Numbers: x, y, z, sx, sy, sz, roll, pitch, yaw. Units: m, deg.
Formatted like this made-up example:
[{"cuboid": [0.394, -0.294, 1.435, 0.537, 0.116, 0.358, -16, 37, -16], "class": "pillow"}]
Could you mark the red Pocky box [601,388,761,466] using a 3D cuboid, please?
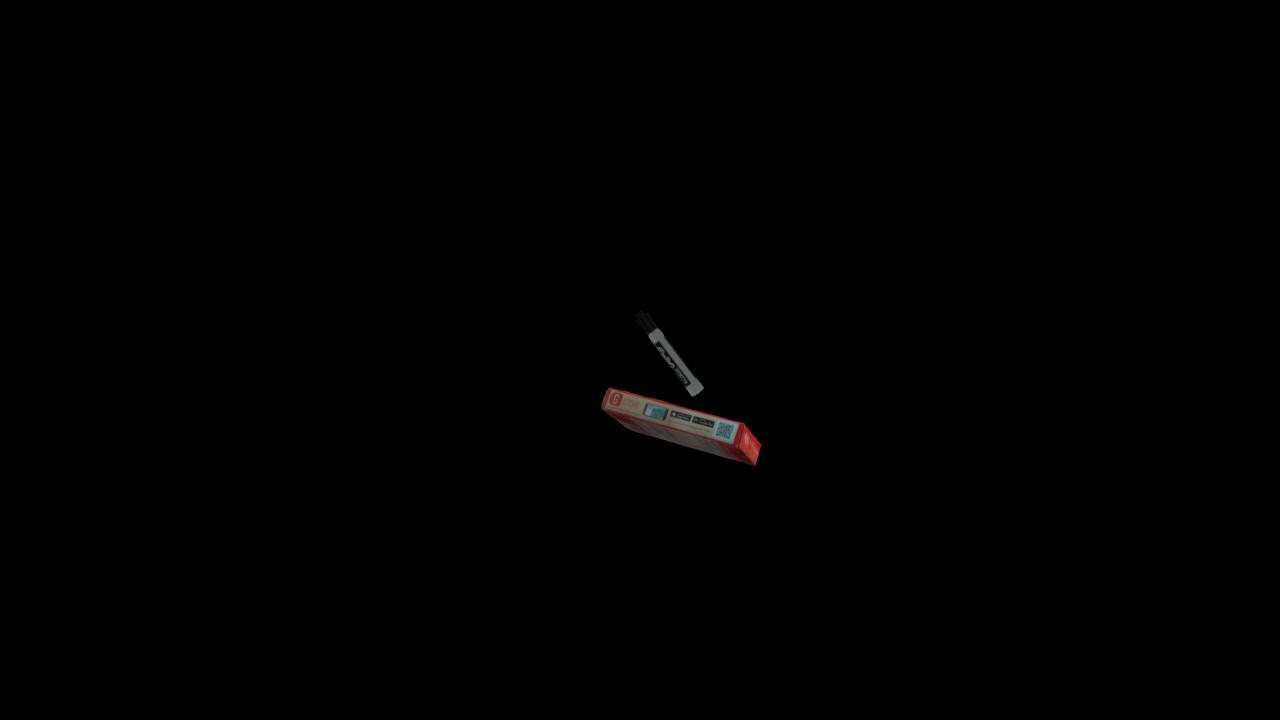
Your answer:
[{"cuboid": [0.044, 0.069, 0.640, 0.155, 0.028, 0.083, 13, -17, 26], "class": "red Pocky box"}]

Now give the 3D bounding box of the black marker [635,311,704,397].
[{"cuboid": [0.035, -0.009, 0.742, 0.020, 0.121, 0.020, -36, 3, 2], "class": "black marker"}]
